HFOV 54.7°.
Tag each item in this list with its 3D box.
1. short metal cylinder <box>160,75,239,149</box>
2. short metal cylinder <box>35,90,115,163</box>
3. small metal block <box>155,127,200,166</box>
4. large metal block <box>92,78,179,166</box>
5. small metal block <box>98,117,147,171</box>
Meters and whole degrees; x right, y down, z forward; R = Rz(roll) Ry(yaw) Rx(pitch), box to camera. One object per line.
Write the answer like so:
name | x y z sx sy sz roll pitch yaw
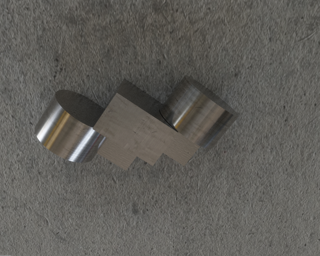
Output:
short metal cylinder | 0.047 -0.020 0.375 0.080 0.080 0.050 34 107 -12
short metal cylinder | -0.103 -0.003 0.380 0.080 0.080 0.050 33 107 -12
small metal block | 0.026 0.015 0.417 0.050 0.025 0.050 34 107 -12
large metal block | -0.027 -0.011 0.378 0.080 0.080 0.050 33 107 -12
small metal block | -0.052 0.021 0.419 0.050 0.025 0.050 34 107 -12
